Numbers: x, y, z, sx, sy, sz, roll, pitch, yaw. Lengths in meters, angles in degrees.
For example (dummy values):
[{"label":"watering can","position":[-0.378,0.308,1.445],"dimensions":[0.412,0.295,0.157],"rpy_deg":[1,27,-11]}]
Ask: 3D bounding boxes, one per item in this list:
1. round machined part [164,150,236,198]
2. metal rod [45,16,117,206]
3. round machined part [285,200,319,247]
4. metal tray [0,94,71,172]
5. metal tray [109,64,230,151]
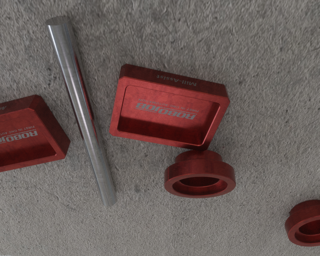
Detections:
[{"label":"round machined part","position":[0.055,0.064,0.439],"dimensions":[0.099,0.042,0.098],"rpy_deg":[1,149,1]},{"label":"metal rod","position":[-0.093,0.005,0.410],"dimensions":[0.025,0.025,0.298],"rpy_deg":[-3,130,2]},{"label":"round machined part","position":[0.266,0.161,0.536],"dimensions":[0.099,0.042,0.097],"rpy_deg":[0,130,0]},{"label":"metal tray","position":[-0.200,0.013,0.412],"dimensions":[0.131,0.030,0.090],"rpy_deg":[-12,129,10]},{"label":"metal tray","position":[0.009,-0.022,0.385],"dimensions":[0.131,0.030,0.089],"rpy_deg":[10,129,-9]}]
